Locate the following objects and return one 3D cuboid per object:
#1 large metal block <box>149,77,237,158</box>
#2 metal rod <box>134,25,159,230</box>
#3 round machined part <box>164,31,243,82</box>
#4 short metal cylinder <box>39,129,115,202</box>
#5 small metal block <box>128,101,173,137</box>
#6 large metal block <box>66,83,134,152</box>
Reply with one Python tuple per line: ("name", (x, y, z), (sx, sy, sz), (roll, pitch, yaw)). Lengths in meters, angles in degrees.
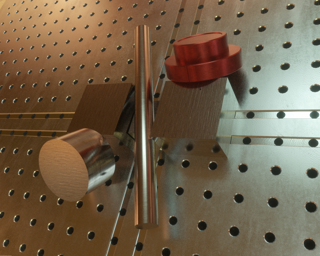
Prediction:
("large metal block", (0.043, -0.012, 0.378), (0.080, 0.050, 0.080), (1, 62, 28))
("metal rod", (-0.020, -0.024, 0.400), (0.025, 0.025, 0.299), (-16, 55, 19))
("round machined part", (0.053, -0.095, 0.396), (0.098, 0.042, 0.098), (-11, 24, 5))
("short metal cylinder", (-0.105, 0.045, 0.392), (0.080, 0.050, 0.079), (9, 109, 27))
("small metal block", (-0.009, -0.009, 0.419), (0.050, 0.025, 0.050), (1, 62, 28))
("large metal block", (-0.073, -0.016, 0.441), (0.080, 0.050, 0.080), (2, 63, 29))
